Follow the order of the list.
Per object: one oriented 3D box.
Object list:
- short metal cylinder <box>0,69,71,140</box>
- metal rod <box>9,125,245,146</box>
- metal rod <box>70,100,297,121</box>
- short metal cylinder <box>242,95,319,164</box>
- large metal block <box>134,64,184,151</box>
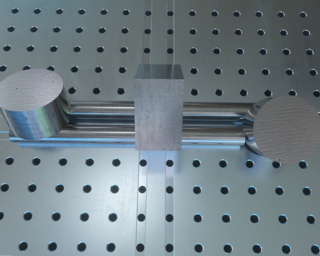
[{"bbox_3d":[-0.159,-0.031,0.393,0.081,0.050,0.080,0,47,0],"label":"short metal cylinder"},{"bbox_3d":[-0.042,0.009,0.407,0.302,0.025,0.025,1,70,0],"label":"metal rod"},{"bbox_3d":[0.033,-0.023,0.420,0.302,0.025,0.025,1,70,0],"label":"metal rod"},{"bbox_3d":[0.149,0.001,0.385,0.081,0.050,0.079,0,92,0],"label":"short metal cylinder"},{"bbox_3d":[-0.001,-0.027,0.360,0.050,0.080,0.079,1,112,0],"label":"large metal block"}]
